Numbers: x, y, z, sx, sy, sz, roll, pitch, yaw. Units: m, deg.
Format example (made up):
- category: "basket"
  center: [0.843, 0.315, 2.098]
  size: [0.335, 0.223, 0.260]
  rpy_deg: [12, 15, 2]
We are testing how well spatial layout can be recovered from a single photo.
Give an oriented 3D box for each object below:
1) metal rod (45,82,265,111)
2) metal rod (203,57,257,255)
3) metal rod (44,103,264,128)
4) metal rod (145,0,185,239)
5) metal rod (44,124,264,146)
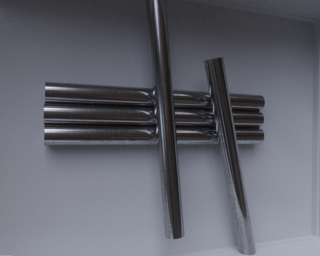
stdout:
- category: "metal rod"
  center: [0.008, -0.040, 0.413]
  size: [0.303, 0.025, 0.025]
  rpy_deg: [1, 90, -21]
- category: "metal rod"
  center: [0.100, 0.054, 0.426]
  size: [0.025, 0.025, 0.298]
  rpy_deg: [-17, 103, -20]
- category: "metal rod"
  center: [0.007, -0.015, 0.413]
  size: [0.303, 0.025, 0.025]
  rpy_deg: [1, 90, -21]
- category: "metal rod"
  center: [0.007, -0.013, 0.386]
  size: [0.025, 0.025, 0.298]
  rpy_deg: [-5, 92, -20]
- category: "metal rod"
  center: [0.007, 0.010, 0.413]
  size: [0.303, 0.025, 0.025]
  rpy_deg: [1, 90, -21]
